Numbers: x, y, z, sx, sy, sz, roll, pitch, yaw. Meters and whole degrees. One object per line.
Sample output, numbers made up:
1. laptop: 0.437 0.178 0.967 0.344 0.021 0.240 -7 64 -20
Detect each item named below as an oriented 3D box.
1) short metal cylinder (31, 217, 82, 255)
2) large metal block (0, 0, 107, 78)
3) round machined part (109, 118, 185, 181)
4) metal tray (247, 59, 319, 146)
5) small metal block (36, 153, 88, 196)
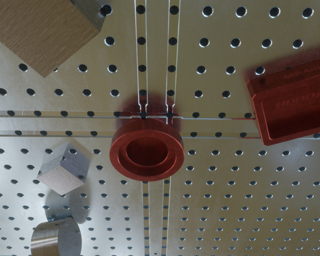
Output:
1. short metal cylinder: -0.181 0.203 0.547 0.050 0.080 0.080 -14 129 11
2. large metal block: -0.112 -0.110 0.301 0.080 0.050 0.080 -31 124 23
3. round machined part: -0.017 0.026 0.422 0.099 0.042 0.097 0 130 0
4. metal tray: 0.183 -0.033 0.381 0.130 0.030 0.090 -17 129 13
5. small metal block: -0.148 0.071 0.471 0.050 0.025 0.050 -28 125 22
